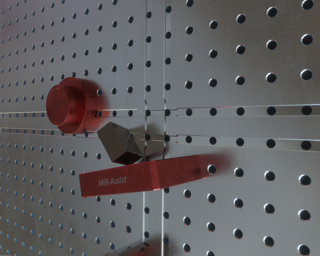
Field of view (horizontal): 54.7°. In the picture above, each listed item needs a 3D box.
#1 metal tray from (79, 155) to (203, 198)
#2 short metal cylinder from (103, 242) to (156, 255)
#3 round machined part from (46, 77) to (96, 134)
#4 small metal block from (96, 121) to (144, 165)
[{"bbox_3d":[-0.026,0.060,0.386,0.130,0.091,0.030,-15,81,38],"label":"metal tray"},{"bbox_3d":[-0.043,0.205,0.426,0.080,0.050,0.079,0,90,39],"label":"short metal cylinder"},{"bbox_3d":[-0.156,-0.038,0.524,0.098,0.042,0.097,0,90,39],"label":"round machined part"},{"bbox_3d":[-0.055,0.023,0.433,0.025,0.050,0.050,-37,66,11],"label":"small metal block"}]
